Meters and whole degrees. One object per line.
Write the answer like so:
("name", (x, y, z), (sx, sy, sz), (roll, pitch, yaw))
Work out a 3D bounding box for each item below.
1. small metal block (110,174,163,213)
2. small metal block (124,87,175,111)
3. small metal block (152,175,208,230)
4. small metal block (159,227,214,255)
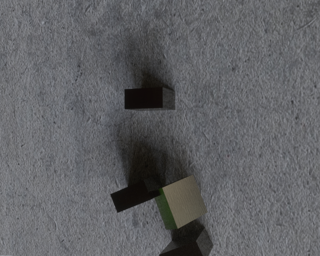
("small metal block", (-0.028, 0.085, 0.406), (0.050, 0.050, 0.025), (-26, 82, 18))
("small metal block", (-0.012, -0.036, 0.400), (0.050, 0.050, 0.025), (-1, 90, 20))
("small metal block", (0.025, 0.091, 0.384), (0.025, 0.050, 0.050), (-31, 78, 53))
("small metal block", (0.034, 0.151, 0.384), (0.050, 0.050, 0.025), (-28, 81, 18))
